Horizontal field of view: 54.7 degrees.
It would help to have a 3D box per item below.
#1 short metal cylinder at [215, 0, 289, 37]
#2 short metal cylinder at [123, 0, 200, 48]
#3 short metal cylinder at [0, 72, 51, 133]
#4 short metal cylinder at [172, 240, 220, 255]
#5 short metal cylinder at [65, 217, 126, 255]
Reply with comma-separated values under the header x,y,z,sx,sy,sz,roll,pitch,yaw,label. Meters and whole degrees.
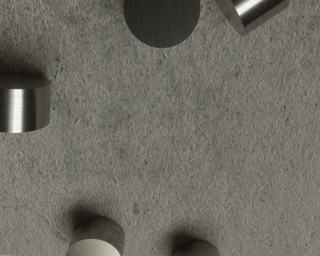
x,y,z,sx,sy,sz,roll,pitch,yaw,label
0.090,-0.146,0.327,0.050,0.080,0.080,-33,107,11,short metal cylinder
0.002,-0.133,0.347,0.081,0.050,0.079,0,110,0,short metal cylinder
-0.172,-0.033,0.367,0.081,0.080,0.050,8,110,-3,short metal cylinder
0.058,0.223,0.479,0.081,0.050,0.079,0,110,0,short metal cylinder
-0.094,0.181,0.462,0.081,0.050,0.079,0,110,0,short metal cylinder
